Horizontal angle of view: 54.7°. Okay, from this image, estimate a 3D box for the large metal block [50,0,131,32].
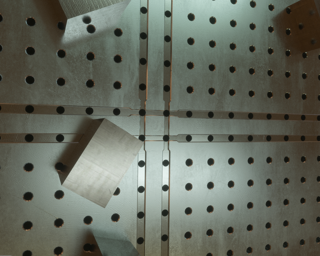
[{"bbox_3d":[-0.091,-0.171,0.366,0.081,0.050,0.080,-26,99,-18],"label":"large metal block"}]

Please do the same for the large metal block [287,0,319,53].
[{"bbox_3d":[0.266,-0.178,0.500,0.081,0.050,0.080,-26,99,-19],"label":"large metal block"}]

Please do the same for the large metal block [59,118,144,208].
[{"bbox_3d":[-0.071,0.036,0.358,0.050,0.080,0.080,34,79,-17],"label":"large metal block"}]

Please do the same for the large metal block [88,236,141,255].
[{"bbox_3d":[-0.059,0.183,0.363,0.050,0.080,0.080,17,84,-20],"label":"large metal block"}]
